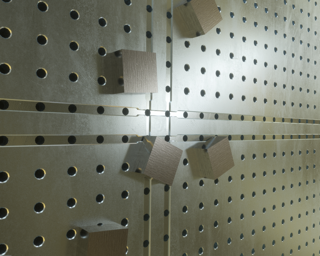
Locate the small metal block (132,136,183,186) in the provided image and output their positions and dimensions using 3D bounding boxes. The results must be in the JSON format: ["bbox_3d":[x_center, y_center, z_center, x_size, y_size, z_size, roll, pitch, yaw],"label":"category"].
[{"bbox_3d":[-0.002,0.043,0.406,0.050,0.025,0.050,31,71,-36],"label":"small metal block"}]

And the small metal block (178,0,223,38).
[{"bbox_3d":[0.060,-0.170,0.458,0.050,0.025,0.050,-45,117,-30],"label":"small metal block"}]

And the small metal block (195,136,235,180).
[{"bbox_3d":[0.085,0.045,0.479,0.050,0.025,0.050,-26,107,-37],"label":"small metal block"}]

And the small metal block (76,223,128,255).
[{"bbox_3d":[-0.066,0.139,0.353,0.050,0.025,0.050,9,85,-40],"label":"small metal block"}]

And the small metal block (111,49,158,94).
[{"bbox_3d":[-0.031,-0.068,0.382,0.050,0.025,0.050,-5,93,-40],"label":"small metal block"}]
